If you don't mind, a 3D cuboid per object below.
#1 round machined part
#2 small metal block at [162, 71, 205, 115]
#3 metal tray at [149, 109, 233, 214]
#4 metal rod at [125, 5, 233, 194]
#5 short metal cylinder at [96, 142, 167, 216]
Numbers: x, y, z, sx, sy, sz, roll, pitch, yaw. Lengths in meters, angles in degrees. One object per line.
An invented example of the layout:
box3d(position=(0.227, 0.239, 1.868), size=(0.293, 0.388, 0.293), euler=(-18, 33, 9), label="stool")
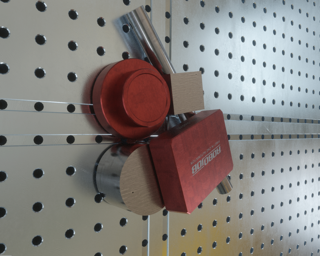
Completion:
box3d(position=(-0.026, -0.035, 0.370), size=(0.099, 0.042, 0.097), euler=(0, 90, -39), label="round machined part")
box3d(position=(0.028, -0.046, 0.398), size=(0.050, 0.025, 0.050), euler=(-12, 101, -34), label="small metal block")
box3d(position=(0.046, 0.036, 0.390), size=(0.131, 0.030, 0.089), euler=(-28, 109, -50), label="metal tray")
box3d(position=(0.036, -0.024, 0.435), size=(0.025, 0.025, 0.299), euler=(-44, 117, -31), label="metal rod")
box3d(position=(-0.027, 0.058, 0.365), size=(0.081, 0.050, 0.079), euler=(0, 90, -40), label="short metal cylinder")
